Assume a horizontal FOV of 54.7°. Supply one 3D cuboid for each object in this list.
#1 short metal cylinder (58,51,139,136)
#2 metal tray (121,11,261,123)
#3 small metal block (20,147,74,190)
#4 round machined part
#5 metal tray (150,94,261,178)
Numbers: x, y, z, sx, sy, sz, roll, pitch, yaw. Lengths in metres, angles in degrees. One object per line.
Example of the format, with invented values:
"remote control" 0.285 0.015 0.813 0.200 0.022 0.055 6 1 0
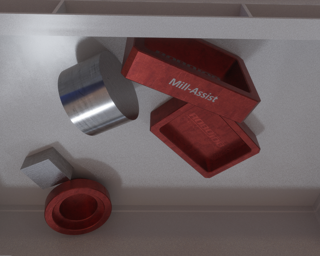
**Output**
"short metal cylinder" -0.065 -0.037 0.340 0.050 0.080 0.080 -21 127 17
"metal tray" 0.030 -0.063 0.313 0.131 0.090 0.030 20 127 -17
"small metal block" -0.166 0.060 0.458 0.050 0.025 0.050 -21 127 16
"round machined part" -0.127 0.117 0.484 0.099 0.042 0.097 -8 122 -13
"metal tray" 0.061 0.007 0.412 0.090 0.030 0.130 -33 123 24
